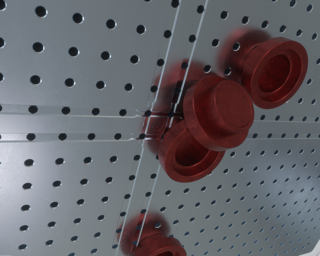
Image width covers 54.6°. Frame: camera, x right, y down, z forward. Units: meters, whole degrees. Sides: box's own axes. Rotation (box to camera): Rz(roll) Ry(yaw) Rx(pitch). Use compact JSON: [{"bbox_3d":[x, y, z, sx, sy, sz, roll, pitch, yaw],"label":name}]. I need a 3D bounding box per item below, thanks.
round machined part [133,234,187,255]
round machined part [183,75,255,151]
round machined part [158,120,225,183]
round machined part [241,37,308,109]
[{"bbox_3d":[-0.007,0.223,0.533,0.099,0.042,0.097,-14,124,-21],"label":"round machined part"},{"bbox_3d":[0.081,-0.022,0.394,0.099,0.042,0.098,12,68,-31],"label":"round machined part"},{"bbox_3d":[0.042,0.026,0.438,0.099,0.042,0.097,-14,124,-21],"label":"round machined part"},{"bbox_3d":[0.153,-0.079,0.434,0.099,0.042,0.097,-14,124,-21],"label":"round machined part"}]
